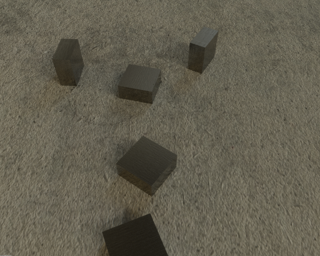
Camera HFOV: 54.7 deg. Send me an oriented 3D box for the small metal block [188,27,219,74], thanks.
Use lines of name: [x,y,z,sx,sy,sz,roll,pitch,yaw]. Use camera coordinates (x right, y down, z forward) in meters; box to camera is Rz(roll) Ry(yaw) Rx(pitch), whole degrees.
small metal block: [0.068,-0.123,0.491,0.025,0.050,0.050,24,54,18]

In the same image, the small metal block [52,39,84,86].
small metal block: [-0.138,-0.099,0.469,0.025,0.050,0.050,2,50,2]

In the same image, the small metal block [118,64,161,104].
small metal block: [-0.029,-0.066,0.458,0.050,0.025,0.050,11,51,9]

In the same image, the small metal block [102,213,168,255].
small metal block: [-0.023,0.119,0.302,0.050,0.025,0.050,-18,52,-15]

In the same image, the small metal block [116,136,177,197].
small metal block: [-0.015,0.044,0.366,0.050,0.025,0.050,29,56,22]
